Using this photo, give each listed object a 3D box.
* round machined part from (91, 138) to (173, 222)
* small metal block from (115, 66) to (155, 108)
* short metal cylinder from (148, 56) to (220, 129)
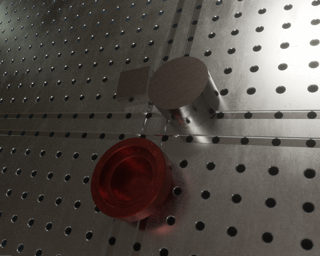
[{"bbox_3d":[-0.030,0.064,0.372,0.098,0.042,0.098,-13,56,20],"label":"round machined part"},{"bbox_3d":[-0.035,-0.061,0.463,0.050,0.025,0.050,-7,58,24],"label":"small metal block"},{"bbox_3d":[0.032,-0.046,0.403,0.080,0.050,0.080,-13,56,21],"label":"short metal cylinder"}]
